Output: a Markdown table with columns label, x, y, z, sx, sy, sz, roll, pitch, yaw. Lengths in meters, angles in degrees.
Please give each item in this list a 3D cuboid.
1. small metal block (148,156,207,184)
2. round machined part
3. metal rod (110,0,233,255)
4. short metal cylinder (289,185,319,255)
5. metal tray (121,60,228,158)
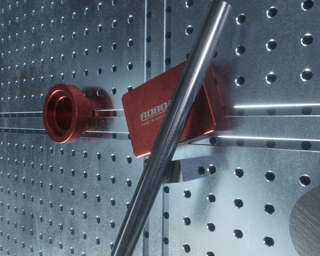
| label | x | y | z | sx | sy | sz | roll | pitch | yaw |
| --- | --- | --- | --- | --- | --- | --- | --- | --- | --- |
| small metal block | 0.021 | 0.051 | 0.374 | 0.050 | 0.050 | 0.025 | -13 | 82 | 39 |
| round machined part | -0.151 | -0.024 | 0.520 | 0.098 | 0.042 | 0.097 | 0 | 90 | 39 |
| metal rod | 0.011 | 0.007 | 0.341 | 0.025 | 0.025 | 0.298 | 24 | 95 | 37 |
| short metal cylinder | 0.159 | 0.084 | 0.262 | 0.080 | 0.050 | 0.079 | 0 | 90 | 39 |
| metal tray | 0.013 | -0.021 | 0.394 | 0.130 | 0.030 | 0.090 | -22 | 76 | 37 |
